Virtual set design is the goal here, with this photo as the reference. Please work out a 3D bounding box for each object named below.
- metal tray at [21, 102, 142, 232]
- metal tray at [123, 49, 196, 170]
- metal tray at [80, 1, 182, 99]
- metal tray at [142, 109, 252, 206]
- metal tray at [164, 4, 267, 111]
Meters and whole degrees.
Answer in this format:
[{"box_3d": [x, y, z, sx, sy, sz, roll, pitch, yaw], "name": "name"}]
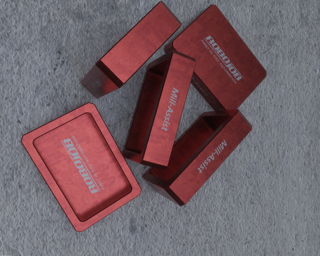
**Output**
[{"box_3d": [-0.092, 0.045, 0.374, 0.091, 0.030, 0.129, -30, 100, -18], "name": "metal tray"}, {"box_3d": [-0.005, -0.020, 0.374, 0.030, 0.090, 0.129, 18, 84, -20], "name": "metal tray"}, {"box_3d": [-0.039, -0.079, 0.341, 0.030, 0.130, 0.090, 46, 75, -15], "name": "metal tray"}, {"box_3d": [0.044, 0.032, 0.393, 0.130, 0.090, 0.030, -45, 105, -15], "name": "metal tray"}, {"box_3d": [0.081, -0.094, 0.439, 0.090, 0.030, 0.130, -46, 105, -14], "name": "metal tray"}]
